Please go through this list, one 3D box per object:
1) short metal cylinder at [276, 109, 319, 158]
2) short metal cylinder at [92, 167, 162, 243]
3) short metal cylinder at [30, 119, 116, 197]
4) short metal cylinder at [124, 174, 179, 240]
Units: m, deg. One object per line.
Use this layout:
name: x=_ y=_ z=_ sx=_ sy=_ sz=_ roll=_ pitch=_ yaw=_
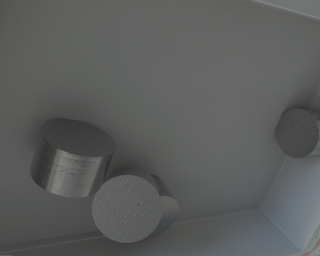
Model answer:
short metal cylinder: x=0.241 y=0.008 z=0.510 sx=0.050 sy=0.080 sz=0.079 roll=0 pitch=119 yaw=-28
short metal cylinder: x=-0.039 y=0.092 z=0.382 sx=0.081 sy=0.050 sz=0.079 roll=0 pitch=93 yaw=-3
short metal cylinder: x=-0.095 y=0.031 z=0.340 sx=0.081 sy=0.080 sz=0.050 roll=9 pitch=114 yaw=-32
short metal cylinder: x=-0.019 y=0.115 z=0.453 sx=0.081 sy=0.050 sz=0.079 roll=-14 pitch=124 yaw=-21
